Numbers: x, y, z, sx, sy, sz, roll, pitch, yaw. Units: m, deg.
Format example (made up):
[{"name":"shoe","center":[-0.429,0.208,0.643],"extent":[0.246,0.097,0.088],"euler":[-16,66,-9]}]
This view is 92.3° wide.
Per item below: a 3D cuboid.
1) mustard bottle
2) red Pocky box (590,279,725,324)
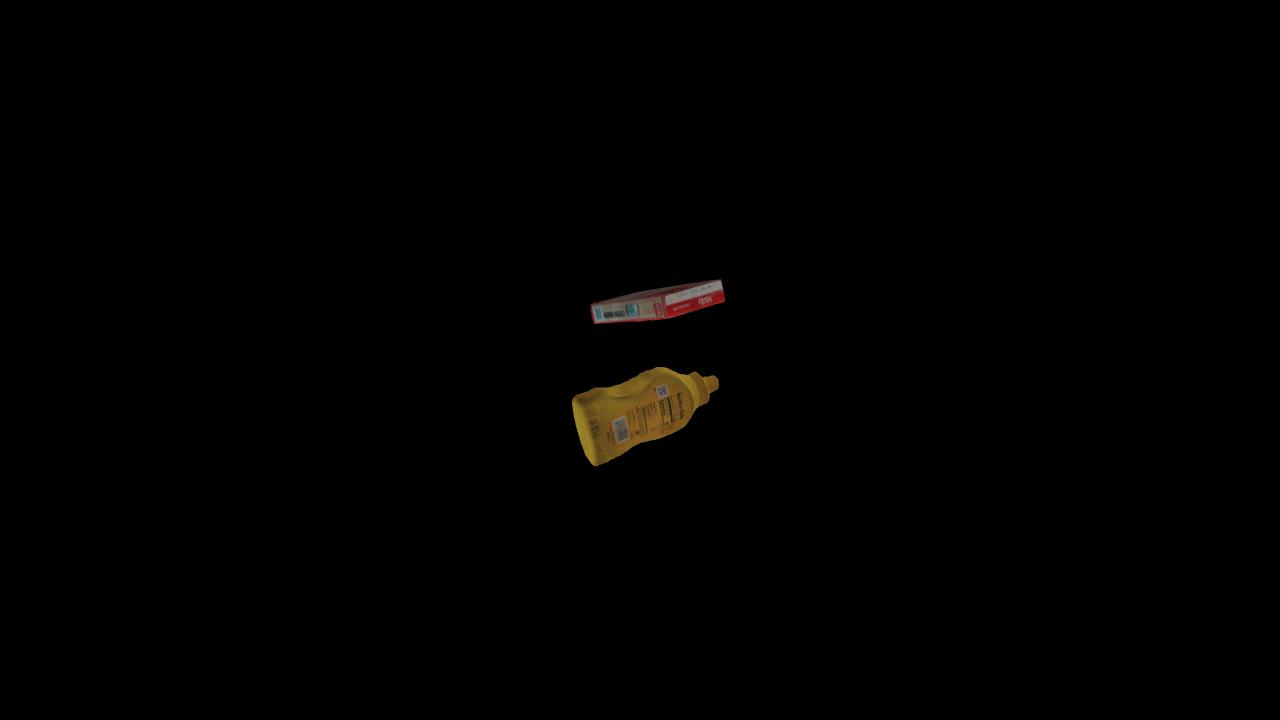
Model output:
[{"name":"mustard bottle","center":[0.014,0.056,0.743],"extent":[0.184,0.092,0.054],"euler":[-20,23,-18]},{"name":"red Pocky box","center":[0.016,-0.064,0.695],"extent":[0.083,0.028,0.155],"euler":[-19,11,-32]}]
